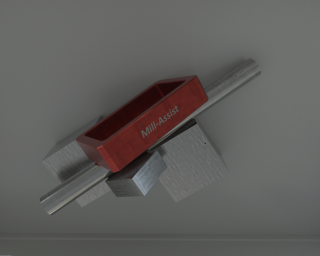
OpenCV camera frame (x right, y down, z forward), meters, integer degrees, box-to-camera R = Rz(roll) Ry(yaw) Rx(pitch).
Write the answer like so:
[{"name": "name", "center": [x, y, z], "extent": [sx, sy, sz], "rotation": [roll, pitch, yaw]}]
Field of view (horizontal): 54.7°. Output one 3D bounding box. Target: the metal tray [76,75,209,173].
[{"name": "metal tray", "center": [-0.021, -0.010, 0.343], "extent": [0.131, 0.090, 0.030], "rotation": [-38, 110, -21]}]

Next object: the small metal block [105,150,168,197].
[{"name": "small metal block", "center": [-0.028, 0.054, 0.364], "extent": [0.050, 0.050, 0.025], "rotation": [-14, 114, 44]}]

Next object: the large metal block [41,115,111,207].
[{"name": "large metal block", "center": [-0.091, 0.043, 0.409], "extent": [0.080, 0.050, 0.080], "rotation": [-32, 107, 10]}]

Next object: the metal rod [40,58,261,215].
[{"name": "metal rod", "center": [-0.007, 0.007, 0.373], "extent": [0.301, 0.025, 0.025], "rotation": [-34, 108, -5]}]

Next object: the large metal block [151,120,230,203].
[{"name": "large metal block", "center": [0.033, 0.038, 0.411], "extent": [0.080, 0.050, 0.080], "rotation": [-32, 107, 10]}]
